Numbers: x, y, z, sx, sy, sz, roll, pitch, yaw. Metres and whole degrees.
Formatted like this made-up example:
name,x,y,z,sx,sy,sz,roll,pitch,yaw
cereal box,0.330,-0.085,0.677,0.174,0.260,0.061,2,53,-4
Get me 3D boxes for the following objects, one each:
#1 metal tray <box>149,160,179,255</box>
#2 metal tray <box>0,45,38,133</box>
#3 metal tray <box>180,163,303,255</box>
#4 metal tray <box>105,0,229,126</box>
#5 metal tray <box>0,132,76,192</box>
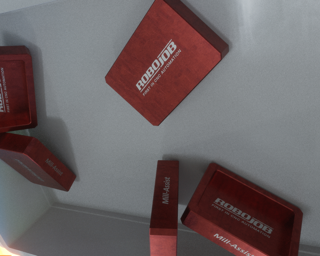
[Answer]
name,x,y,z,sx,sy,sz,roll,pitch,yaw
metal tray,0.008,0.115,0.406,0.030,0.130,0.089,1,121,4
metal tray,-0.236,-0.054,0.458,0.030,0.091,0.129,52,142,43
metal tray,0.102,0.108,0.378,0.130,0.090,0.030,28,131,10
metal tray,0.003,-0.073,0.359,0.090,0.030,0.129,43,129,-2
metal tray,-0.212,0.058,0.520,0.090,0.030,0.130,7,147,24
